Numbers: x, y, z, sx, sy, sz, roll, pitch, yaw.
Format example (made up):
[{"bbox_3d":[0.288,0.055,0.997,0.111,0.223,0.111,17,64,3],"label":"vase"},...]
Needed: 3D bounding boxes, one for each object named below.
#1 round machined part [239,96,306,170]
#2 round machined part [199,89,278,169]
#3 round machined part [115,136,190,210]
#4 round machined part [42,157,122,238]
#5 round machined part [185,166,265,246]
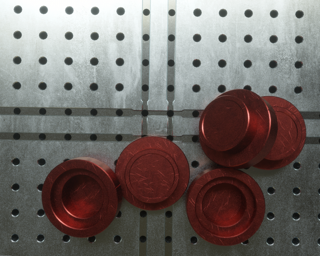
[{"bbox_3d":[0.143,0.007,0.406,0.099,0.042,0.097,0,90,0],"label":"round machined part"},{"bbox_3d":[0.087,-0.002,0.377,0.042,0.098,0.098,19,90,-45],"label":"round machined part"},{"bbox_3d":[-0.010,0.059,0.405,0.099,0.042,0.097,0,90,0],"label":"round machined part"},{"bbox_3d":[-0.096,0.085,0.399,0.098,0.042,0.097,1,93,9],"label":"round machined part"},{"bbox_3d":[0.082,0.098,0.405,0.099,0.042,0.097,0,90,0],"label":"round machined part"}]
